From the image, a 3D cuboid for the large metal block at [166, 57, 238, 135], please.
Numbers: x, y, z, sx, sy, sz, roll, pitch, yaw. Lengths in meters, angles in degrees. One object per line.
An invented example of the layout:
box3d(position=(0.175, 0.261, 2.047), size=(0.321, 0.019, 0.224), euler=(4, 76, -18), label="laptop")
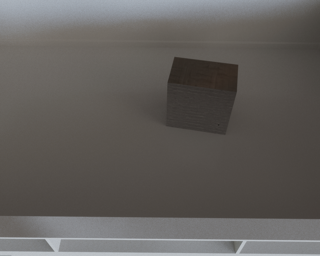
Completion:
box3d(position=(0.053, -0.041, 0.404), size=(0.080, 0.080, 0.050), euler=(9, 51, 7), label="large metal block")
